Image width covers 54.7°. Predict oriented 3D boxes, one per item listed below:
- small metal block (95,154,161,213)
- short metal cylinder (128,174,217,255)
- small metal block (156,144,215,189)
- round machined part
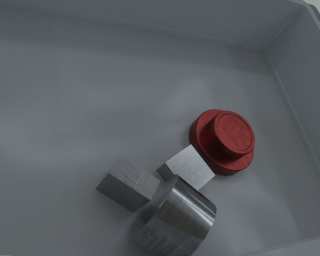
[{"bbox_3d":[-0.035,0.061,0.334,0.050,0.050,0.025,35,51,-6],"label":"small metal block"},{"bbox_3d":[0.013,0.095,0.321,0.050,0.080,0.080,40,51,-2],"label":"short metal cylinder"},{"bbox_3d":[0.033,0.056,0.391,0.050,0.025,0.050,-30,79,-38],"label":"small metal block"},{"bbox_3d":[0.094,0.014,0.439,0.099,0.042,0.098,14,56,-21],"label":"round machined part"}]
